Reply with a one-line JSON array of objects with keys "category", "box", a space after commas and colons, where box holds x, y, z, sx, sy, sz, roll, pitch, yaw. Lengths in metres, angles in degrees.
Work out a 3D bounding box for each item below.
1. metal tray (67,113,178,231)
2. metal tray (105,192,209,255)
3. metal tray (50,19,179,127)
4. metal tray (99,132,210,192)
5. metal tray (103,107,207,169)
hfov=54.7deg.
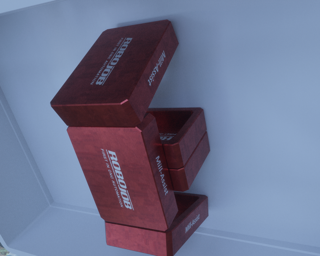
[{"category": "metal tray", "box": [-0.038, 0.048, 0.336, 0.090, 0.030, 0.129, 0, 119, 27]}, {"category": "metal tray", "box": [0.001, 0.119, 0.410, 0.090, 0.131, 0.030, 0, 97, 27]}, {"category": "metal tray", "box": [-0.043, -0.060, 0.324, 0.090, 0.130, 0.030, 1, 139, 27]}, {"category": "metal tray", "box": [-0.012, 0.035, 0.394, 0.130, 0.090, 0.030, 1, 119, 27]}, {"category": "metal tray", "box": [-0.019, 0.008, 0.380, 0.130, 0.090, 0.030, 1, 119, 27]}]
